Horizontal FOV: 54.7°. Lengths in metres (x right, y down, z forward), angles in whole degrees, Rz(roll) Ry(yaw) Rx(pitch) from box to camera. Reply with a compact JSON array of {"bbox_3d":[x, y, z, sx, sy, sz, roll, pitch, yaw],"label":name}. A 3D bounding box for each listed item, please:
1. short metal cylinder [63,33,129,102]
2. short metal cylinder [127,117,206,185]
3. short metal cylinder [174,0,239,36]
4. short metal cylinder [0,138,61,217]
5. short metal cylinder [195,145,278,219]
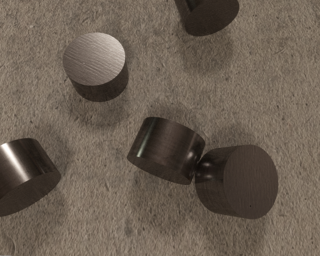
[{"bbox_3d":[-0.085,-0.082,0.424,0.081,0.050,0.080,0,70,0],"label":"short metal cylinder"},{"bbox_3d":[0.008,0.028,0.369,0.080,0.080,0.050,21,72,7],"label":"short metal cylinder"},{"bbox_3d":[0.066,-0.178,0.445,0.081,0.080,0.050,-15,71,-6],"label":"short metal cylinder"},{"bbox_3d":[-0.164,0.056,0.356,0.080,0.080,0.050,-36,74,-12],"label":"short metal cylinder"},{"bbox_3d":[0.088,0.061,0.356,0.081,0.050,0.080,5,80,-28],"label":"short metal cylinder"}]
